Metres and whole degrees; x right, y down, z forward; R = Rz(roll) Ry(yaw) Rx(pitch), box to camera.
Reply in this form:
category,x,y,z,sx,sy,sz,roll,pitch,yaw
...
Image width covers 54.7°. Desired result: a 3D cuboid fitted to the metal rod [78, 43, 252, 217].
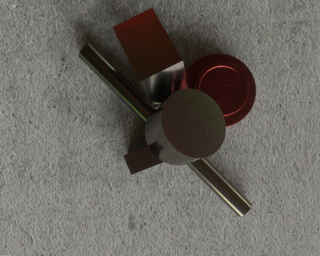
category,x,y,z,sx,sy,sz,roll,pitch,yaw
metal rod,0.007,0.003,0.412,0.025,0.025,0.300,-45,91,0

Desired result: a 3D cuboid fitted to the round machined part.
category,x,y,z,sx,sy,sz,roll,pitch,yaw
round machined part,0.077,-0.049,0.403,0.099,0.042,0.097,0,90,-1

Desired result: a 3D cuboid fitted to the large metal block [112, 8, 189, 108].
category,x,y,z,sx,sy,sz,roll,pitch,yaw
large metal block,-0.008,-0.079,0.373,0.050,0.080,0.080,-26,68,1

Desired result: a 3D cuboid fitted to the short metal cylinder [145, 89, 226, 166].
category,x,y,z,sx,sy,sz,roll,pitch,yaw
short metal cylinder,0.029,0.000,0.362,0.081,0.050,0.080,7,72,-22

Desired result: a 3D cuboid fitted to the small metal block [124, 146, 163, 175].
category,x,y,z,sx,sy,sz,roll,pitch,yaw
small metal block,-0.016,0.036,0.399,0.050,0.050,0.025,-21,90,-1
